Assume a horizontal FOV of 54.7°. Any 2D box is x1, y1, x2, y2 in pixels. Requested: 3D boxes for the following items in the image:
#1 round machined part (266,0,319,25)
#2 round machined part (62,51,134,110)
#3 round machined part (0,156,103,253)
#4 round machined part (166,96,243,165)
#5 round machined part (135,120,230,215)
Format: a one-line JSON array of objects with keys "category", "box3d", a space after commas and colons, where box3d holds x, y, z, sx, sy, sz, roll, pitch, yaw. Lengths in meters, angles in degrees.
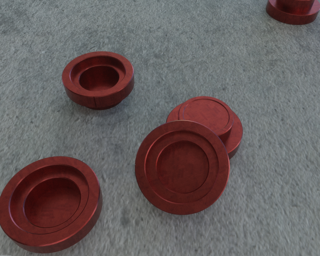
[{"category": "round machined part", "box3d": [0.262, -0.246, 0.602, 0.099, 0.042, 0.098, 0, 50, 0]}, {"category": "round machined part", "box3d": [-0.086, -0.064, 0.445, 0.099, 0.042, 0.098, 0, 50, 0]}, {"category": "round machined part", "box3d": [-0.109, 0.081, 0.323, 0.099, 0.042, 0.098, 0, 50, 0]}, {"category": "round machined part", "box3d": [0.056, -0.003, 0.395, 0.099, 0.042, 0.098, 0, 50, 0]}, {"category": "round machined part", "box3d": [0.025, 0.043, 0.338, 0.098, 0.042, 0.098, -2, 79, 11]}]
